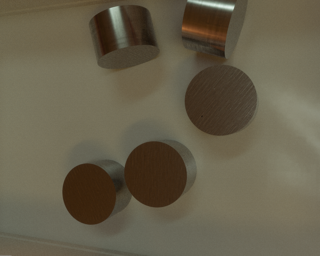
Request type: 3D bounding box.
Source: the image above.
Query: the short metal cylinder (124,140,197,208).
[{"bbox_3d":[0.002,0.056,0.396,0.080,0.050,0.079,0,90,19],"label":"short metal cylinder"}]

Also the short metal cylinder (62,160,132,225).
[{"bbox_3d":[-0.085,0.086,0.426,0.080,0.050,0.079,0,90,19],"label":"short metal cylinder"}]

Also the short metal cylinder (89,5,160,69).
[{"bbox_3d":[-0.045,-0.113,0.396,0.080,0.080,0.050,-15,85,19],"label":"short metal cylinder"}]

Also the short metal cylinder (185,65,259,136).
[{"bbox_3d":[0.075,-0.031,0.370,0.080,0.050,0.079,0,90,19],"label":"short metal cylinder"}]

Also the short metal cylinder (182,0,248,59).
[{"bbox_3d":[0.064,-0.125,0.358,0.050,0.080,0.080,19,96,19],"label":"short metal cylinder"}]
